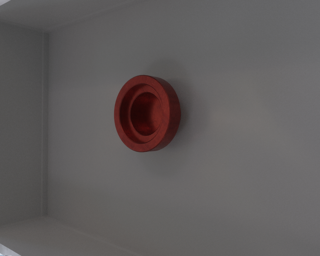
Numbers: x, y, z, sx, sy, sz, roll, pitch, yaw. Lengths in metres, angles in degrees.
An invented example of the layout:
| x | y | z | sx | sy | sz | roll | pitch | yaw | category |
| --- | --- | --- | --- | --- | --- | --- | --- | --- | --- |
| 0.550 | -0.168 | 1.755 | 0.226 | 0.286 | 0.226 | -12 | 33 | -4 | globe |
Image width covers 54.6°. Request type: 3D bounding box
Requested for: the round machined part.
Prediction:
| x | y | z | sx | sy | sz | roll | pitch | yaw | category |
| --- | --- | --- | --- | --- | --- | --- | --- | --- | --- |
| -0.012 | -0.018 | 0.407 | 0.098 | 0.042 | 0.097 | 0 | 90 | 40 | round machined part |
